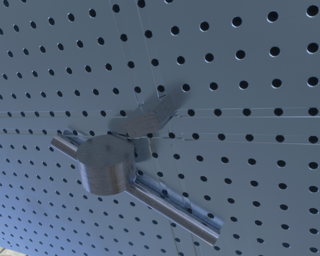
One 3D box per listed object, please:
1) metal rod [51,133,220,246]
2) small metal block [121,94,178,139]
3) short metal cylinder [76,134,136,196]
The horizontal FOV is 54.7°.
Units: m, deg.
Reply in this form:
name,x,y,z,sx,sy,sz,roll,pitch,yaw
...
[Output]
name,x,y,z,sx,sy,sz,roll,pitch,yaw
metal rod,-0.044,0.094,0.492,0.301,0.025,0.025,30,128,8
small metal block,-0.013,-0.014,0.393,0.050,0.050,0.025,-18,109,35
short metal cylinder,-0.076,0.051,0.448,0.080,0.080,0.050,12,124,21
